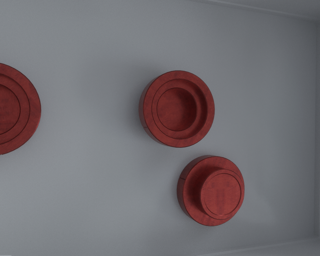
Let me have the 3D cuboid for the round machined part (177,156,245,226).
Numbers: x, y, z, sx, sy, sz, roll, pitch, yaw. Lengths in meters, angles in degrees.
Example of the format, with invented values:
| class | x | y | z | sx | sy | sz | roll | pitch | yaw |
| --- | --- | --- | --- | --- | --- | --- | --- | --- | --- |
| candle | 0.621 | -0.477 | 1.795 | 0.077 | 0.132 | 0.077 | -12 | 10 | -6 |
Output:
| class | x | y | z | sx | sy | sz | roll | pitch | yaw |
| --- | --- | --- | --- | --- | --- | --- | --- | --- | --- |
| round machined part | 0.077 | 0.088 | 0.430 | 0.099 | 0.042 | 0.097 | 0 | 90 | -20 |

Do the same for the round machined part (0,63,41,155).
| class | x | y | z | sx | sy | sz | roll | pitch | yaw |
| --- | --- | --- | --- | --- | --- | --- | --- | --- | --- |
| round machined part | -0.181 | -0.020 | 0.335 | 0.099 | 0.042 | 0.097 | 0 | 90 | -20 |

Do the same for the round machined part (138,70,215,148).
| class | x | y | z | sx | sy | sz | roll | pitch | yaw |
| --- | --- | --- | --- | --- | --- | --- | --- | --- | --- |
| round machined part | 0.019 | -0.024 | 0.408 | 0.099 | 0.042 | 0.097 | 0 | 90 | -20 |
